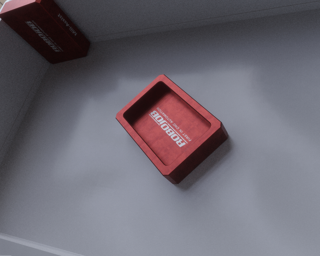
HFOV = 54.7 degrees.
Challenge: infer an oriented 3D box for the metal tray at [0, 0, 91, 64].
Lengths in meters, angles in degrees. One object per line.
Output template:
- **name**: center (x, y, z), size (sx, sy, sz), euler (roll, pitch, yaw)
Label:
- **metal tray**: center (-0.199, -0.172, 0.548), size (0.090, 0.130, 0.030), euler (-6, 59, 25)

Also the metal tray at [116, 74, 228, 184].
- **metal tray**: center (0.010, -0.003, 0.398), size (0.090, 0.030, 0.130), euler (-42, 51, -1)
